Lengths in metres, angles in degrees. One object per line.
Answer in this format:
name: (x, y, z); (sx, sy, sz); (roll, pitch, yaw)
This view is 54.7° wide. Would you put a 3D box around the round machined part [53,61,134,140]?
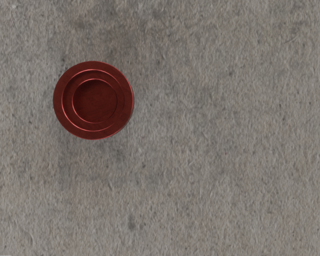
round machined part: (-0.082, -0.034, 0.400); (0.099, 0.042, 0.097); (0, 90, -1)
